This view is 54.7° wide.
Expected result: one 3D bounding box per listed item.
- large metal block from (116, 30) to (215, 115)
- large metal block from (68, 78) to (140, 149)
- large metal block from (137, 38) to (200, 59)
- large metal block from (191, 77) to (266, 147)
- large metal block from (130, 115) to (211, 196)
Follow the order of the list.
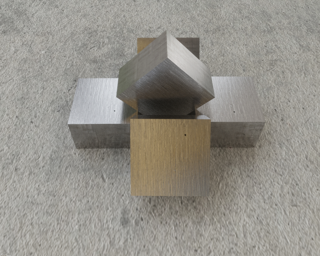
[{"bbox_3d":[0.006,-0.054,0.372,0.080,0.080,0.050,-32,41,32],"label":"large metal block"},{"bbox_3d":[-0.067,-0.020,0.404,0.081,0.050,0.080,0,50,-1],"label":"large metal block"},{"bbox_3d":[0.011,-0.095,0.441,0.081,0.080,0.050,0,94,0],"label":"large metal block"},{"bbox_3d":[0.082,-0.022,0.404,0.081,0.050,0.080,0,50,0],"label":"large metal block"},{"bbox_3d":[0.011,0.027,0.338,0.081,0.079,0.050,0,7,1],"label":"large metal block"}]
